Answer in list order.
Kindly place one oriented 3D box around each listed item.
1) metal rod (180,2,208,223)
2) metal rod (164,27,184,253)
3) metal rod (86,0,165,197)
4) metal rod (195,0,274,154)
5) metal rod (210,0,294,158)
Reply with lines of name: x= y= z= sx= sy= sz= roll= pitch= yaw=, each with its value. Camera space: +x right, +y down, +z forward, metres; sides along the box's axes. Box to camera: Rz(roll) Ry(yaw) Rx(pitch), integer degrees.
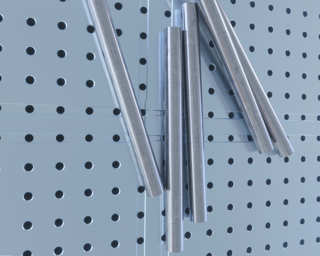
metal rod: x=0.047 y=-0.020 z=0.431 sx=0.025 sy=0.025 sz=0.298 roll=-3 pitch=91 yaw=-20
metal rod: x=0.019 y=0.015 z=0.420 sx=0.025 sy=0.025 sz=0.298 roll=-1 pitch=90 yaw=-20
metal rod: x=-0.048 y=-0.055 z=0.395 sx=0.025 sy=0.025 sz=0.298 roll=-19 pitch=97 yaw=-19
metal rod: x=0.098 y=-0.096 z=0.436 sx=0.025 sy=0.025 sz=0.299 roll=-31 pitch=106 yaw=-18
metal rod: x=0.125 y=-0.087 z=0.460 sx=0.025 sy=0.025 sz=0.299 roll=-34 pitch=101 yaw=-17
